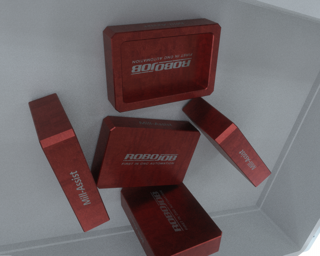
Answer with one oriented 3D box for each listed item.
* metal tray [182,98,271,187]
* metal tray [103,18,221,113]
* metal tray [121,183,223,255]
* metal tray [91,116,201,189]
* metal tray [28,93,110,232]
[{"bbox_3d":[0.093,0.019,0.428,0.030,0.090,0.130,-44,130,3],"label":"metal tray"},{"bbox_3d":[0.004,-0.074,0.361,0.131,0.030,0.089,-13,124,-22],"label":"metal tray"},{"bbox_3d":[0.010,0.121,0.419,0.091,0.130,0.030,-12,124,-23],"label":"metal tray"},{"bbox_3d":[-0.018,0.034,0.414,0.131,0.030,0.089,3,117,-30],"label":"metal tray"},{"bbox_3d":[-0.097,0.038,0.335,0.030,0.090,0.129,-23,128,-16],"label":"metal tray"}]
